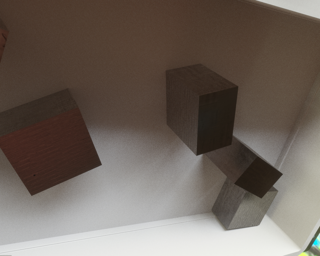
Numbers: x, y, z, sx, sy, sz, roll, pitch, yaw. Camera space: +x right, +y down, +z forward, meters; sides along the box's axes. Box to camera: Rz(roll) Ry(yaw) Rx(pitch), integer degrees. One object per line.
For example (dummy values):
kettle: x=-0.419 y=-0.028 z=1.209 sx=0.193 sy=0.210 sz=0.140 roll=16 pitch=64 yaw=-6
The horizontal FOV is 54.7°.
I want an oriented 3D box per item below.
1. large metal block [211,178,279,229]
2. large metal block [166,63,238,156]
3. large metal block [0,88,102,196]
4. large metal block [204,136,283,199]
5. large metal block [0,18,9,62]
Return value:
large metal block: x=0.152 y=0.132 z=0.560 sx=0.081 sy=0.050 sz=0.079 roll=5 pitch=116 yaw=-31
large metal block: x=0.048 y=-0.025 z=0.385 sx=0.050 sy=0.080 sz=0.079 roll=-15 pitch=125 yaw=-20
large metal block: x=-0.119 y=0.014 z=0.337 sx=0.081 sy=0.050 sz=0.080 roll=-24 pitch=127 yaw=-15
large metal block: x=0.128 y=0.054 z=0.479 sx=0.080 sy=0.080 sz=0.050 roll=31 pitch=101 yaw=-38
large metal block: x=-0.169 y=-0.073 z=0.230 sx=0.081 sy=0.080 sz=0.050 roll=10 pitch=113 yaw=-40
